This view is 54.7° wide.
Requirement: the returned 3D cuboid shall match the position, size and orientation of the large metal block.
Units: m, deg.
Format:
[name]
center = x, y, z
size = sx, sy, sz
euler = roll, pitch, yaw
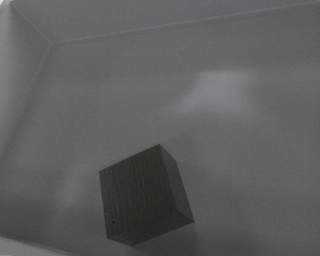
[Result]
[large metal block]
center = -0.017, 0.077, 0.350
size = 0.080, 0.050, 0.080
euler = -25, 53, 12
